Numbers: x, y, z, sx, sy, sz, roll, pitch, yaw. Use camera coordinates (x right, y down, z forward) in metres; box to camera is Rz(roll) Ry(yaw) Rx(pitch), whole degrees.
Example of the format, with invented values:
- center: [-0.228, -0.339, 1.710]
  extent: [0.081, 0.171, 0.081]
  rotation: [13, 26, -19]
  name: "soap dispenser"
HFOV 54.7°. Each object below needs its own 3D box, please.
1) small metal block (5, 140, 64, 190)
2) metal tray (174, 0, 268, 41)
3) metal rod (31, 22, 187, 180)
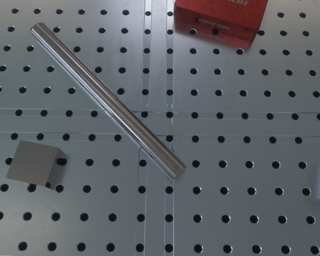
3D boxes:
- center: [-0.157, 0.047, 0.393]
  extent: [0.050, 0.025, 0.050]
  rotation: [11, 70, 4]
  name: "small metal block"
- center: [0.097, -0.196, 0.482]
  extent: [0.131, 0.030, 0.090]
  rotation: [19, 71, 6]
  name: "metal tray"
- center: [-0.078, -0.045, 0.427]
  extent: [0.025, 0.025, 0.300]
  rotation: [-42, 75, -14]
  name: "metal rod"
